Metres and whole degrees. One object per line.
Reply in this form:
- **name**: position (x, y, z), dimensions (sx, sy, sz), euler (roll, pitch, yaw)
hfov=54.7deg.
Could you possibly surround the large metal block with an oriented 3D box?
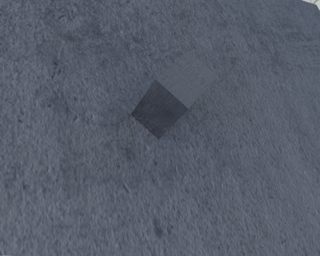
- **large metal block**: position (0.018, -0.042, 0.406), dimensions (0.050, 0.080, 0.080), euler (43, 51, 0)
